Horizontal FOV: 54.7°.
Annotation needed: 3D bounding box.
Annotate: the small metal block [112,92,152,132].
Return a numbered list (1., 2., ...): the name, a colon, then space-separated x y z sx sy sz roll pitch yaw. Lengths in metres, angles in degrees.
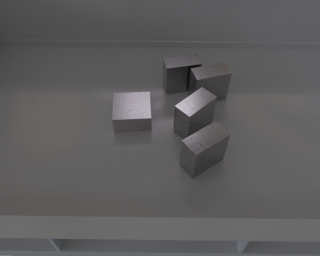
1. small metal block: -0.038 -0.023 0.424 0.050 0.025 0.050 -3 50 -3

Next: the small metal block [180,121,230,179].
1. small metal block: 0.052 0.026 0.367 0.050 0.050 0.025 -29 56 -22

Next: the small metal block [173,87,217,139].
1. small metal block: 0.045 -0.017 0.404 0.050 0.050 0.025 -36 59 -26

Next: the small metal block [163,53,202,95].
1. small metal block: 0.031 -0.079 0.455 0.050 0.050 0.025 -9 51 -7

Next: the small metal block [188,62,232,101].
1. small metal block: 0.070 -0.062 0.441 0.050 0.050 0.025 -12 51 -10
